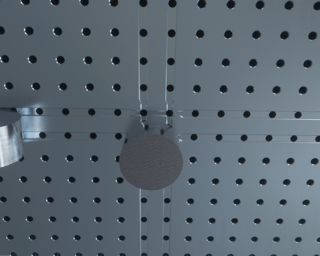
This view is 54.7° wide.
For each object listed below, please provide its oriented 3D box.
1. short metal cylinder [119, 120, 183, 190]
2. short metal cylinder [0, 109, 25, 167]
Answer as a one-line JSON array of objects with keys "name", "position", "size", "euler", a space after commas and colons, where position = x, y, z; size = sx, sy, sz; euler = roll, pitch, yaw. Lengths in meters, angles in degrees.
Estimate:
[{"name": "short metal cylinder", "position": [-0.011, 0.035, 0.413], "size": [0.081, 0.050, 0.079], "euler": [0, 110, 0]}, {"name": "short metal cylinder", "position": [-0.215, 0.012, 0.386], "size": [0.081, 0.080, 0.050], "euler": [3, 110, -1]}]
